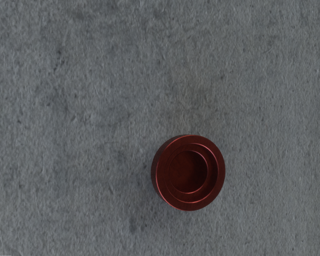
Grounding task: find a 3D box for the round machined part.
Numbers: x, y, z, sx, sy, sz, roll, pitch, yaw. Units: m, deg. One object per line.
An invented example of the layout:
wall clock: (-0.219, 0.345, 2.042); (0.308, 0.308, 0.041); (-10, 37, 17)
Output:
round machined part: (0.034, 0.057, 0.414); (0.099, 0.042, 0.097); (0, 90, -21)
